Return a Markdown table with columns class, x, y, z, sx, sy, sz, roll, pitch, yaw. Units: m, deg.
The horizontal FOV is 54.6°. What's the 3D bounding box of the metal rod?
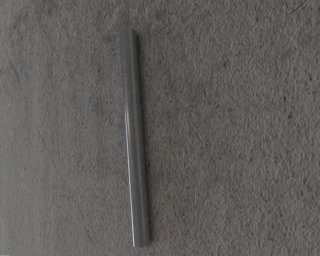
| class | x | y | z | sx | sy | sz | roll | pitch | yaw |
| --- | --- | --- | --- | --- | --- | --- | --- | --- | --- |
| metal rod | -0.036 | 0.011 | 0.435 | 0.025 | 0.025 | 0.299 | -7 | 86 | 40 |
